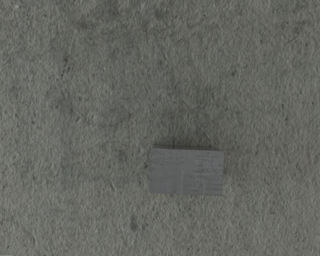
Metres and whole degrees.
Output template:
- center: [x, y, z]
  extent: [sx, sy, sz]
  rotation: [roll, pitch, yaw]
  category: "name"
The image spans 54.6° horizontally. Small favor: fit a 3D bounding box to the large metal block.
- center: [0.030, 0.049, 0.383]
  extent: [0.080, 0.080, 0.050]
  rotation: [2, 90, 0]
  category: "large metal block"
